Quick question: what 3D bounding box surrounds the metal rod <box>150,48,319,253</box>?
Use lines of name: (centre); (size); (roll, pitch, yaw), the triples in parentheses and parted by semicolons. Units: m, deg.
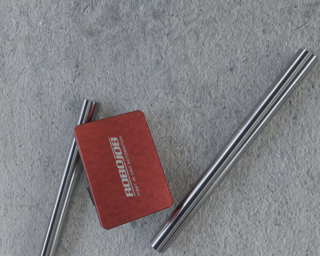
metal rod: (0.083, 0.036, 0.379); (0.025, 0.025, 0.299); (39, 102, 15)

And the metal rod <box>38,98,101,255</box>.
metal rod: (-0.141, 0.102, 0.457); (0.025, 0.025, 0.298); (19, 96, 18)

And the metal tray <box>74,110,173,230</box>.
metal tray: (-0.047, 0.050, 0.392); (0.091, 0.030, 0.129); (-16, 80, -19)

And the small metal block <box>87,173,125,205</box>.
small metal block: (-0.060, 0.079, 0.416); (0.050, 0.050, 0.025); (-26, 82, 18)
